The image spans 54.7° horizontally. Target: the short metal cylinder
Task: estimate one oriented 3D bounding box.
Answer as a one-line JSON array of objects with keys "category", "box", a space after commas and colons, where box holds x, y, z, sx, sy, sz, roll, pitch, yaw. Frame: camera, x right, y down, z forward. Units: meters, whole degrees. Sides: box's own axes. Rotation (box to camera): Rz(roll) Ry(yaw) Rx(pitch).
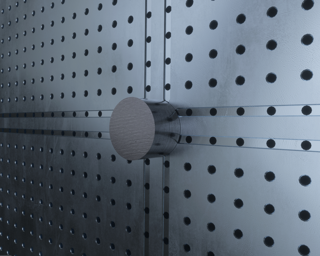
[{"category": "short metal cylinder", "box": [-0.021, 0.001, 0.407, 0.080, 0.050, 0.079, 0, 90, 39]}]
